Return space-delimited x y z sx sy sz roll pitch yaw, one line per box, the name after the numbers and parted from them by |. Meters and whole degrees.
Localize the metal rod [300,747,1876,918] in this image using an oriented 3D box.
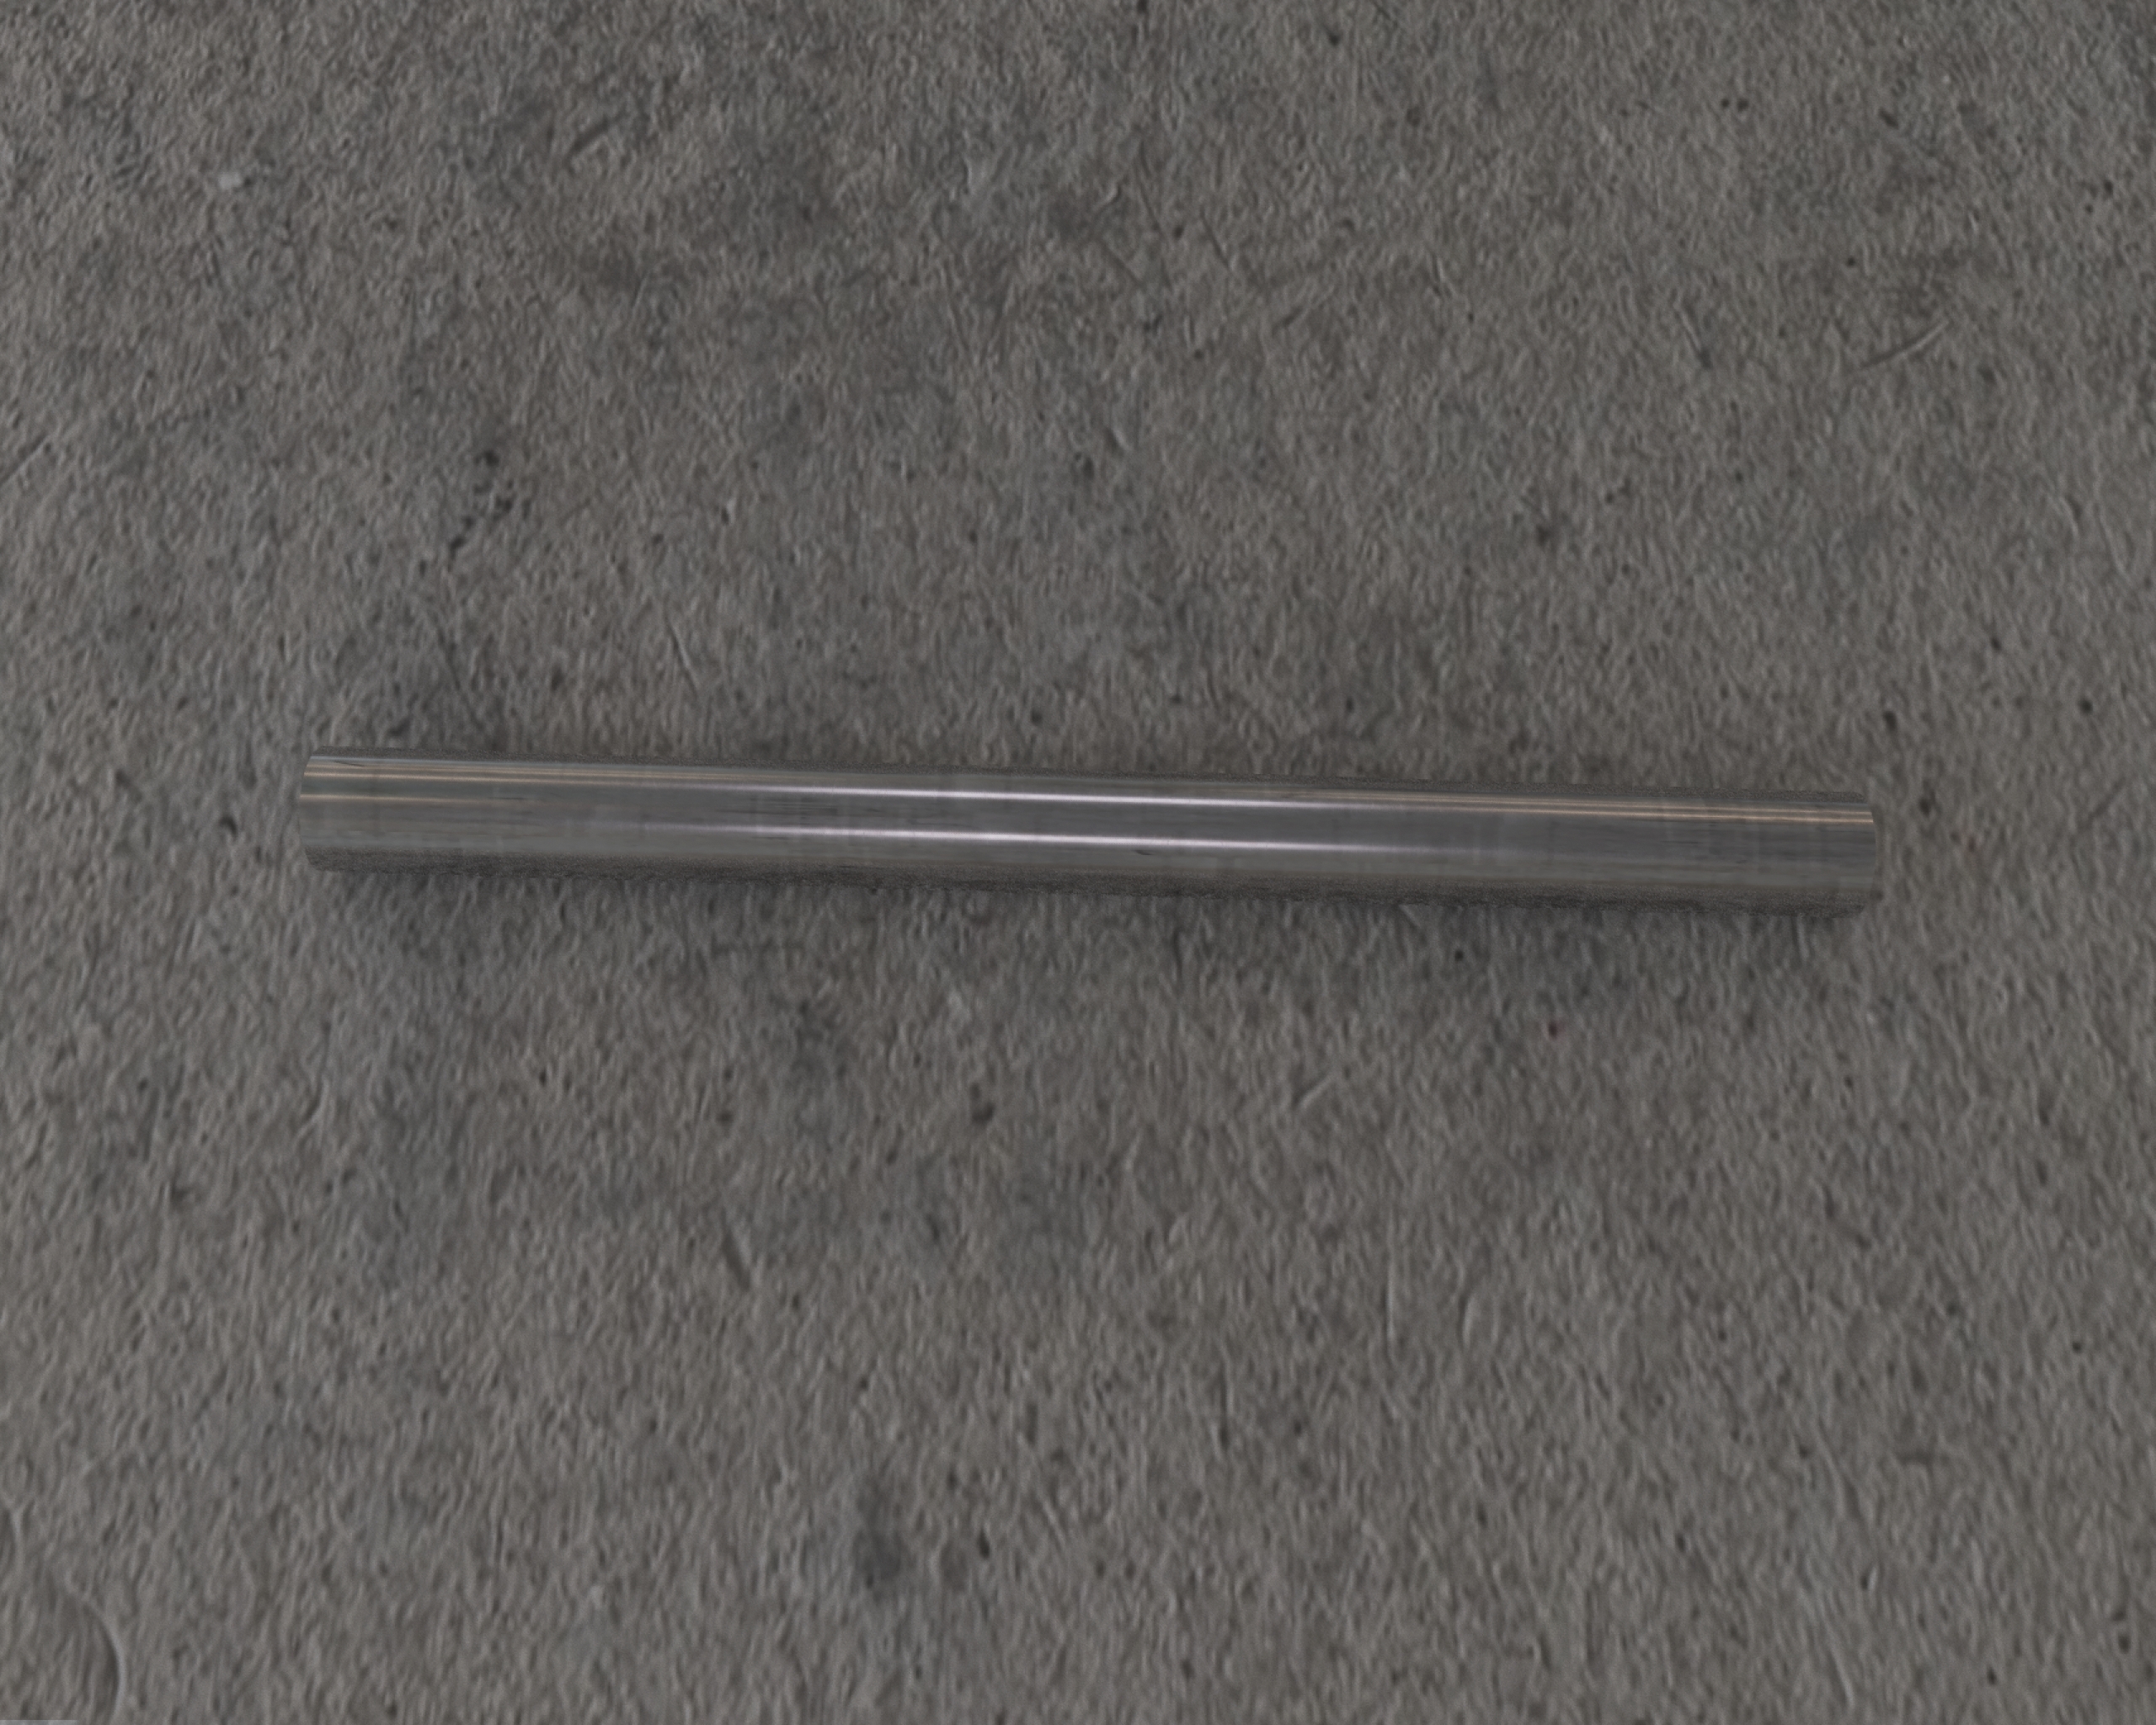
0.002 -0.006 0.412 0.302 0.025 0.025 2 70 0 | metal rod
